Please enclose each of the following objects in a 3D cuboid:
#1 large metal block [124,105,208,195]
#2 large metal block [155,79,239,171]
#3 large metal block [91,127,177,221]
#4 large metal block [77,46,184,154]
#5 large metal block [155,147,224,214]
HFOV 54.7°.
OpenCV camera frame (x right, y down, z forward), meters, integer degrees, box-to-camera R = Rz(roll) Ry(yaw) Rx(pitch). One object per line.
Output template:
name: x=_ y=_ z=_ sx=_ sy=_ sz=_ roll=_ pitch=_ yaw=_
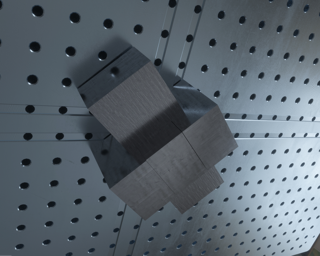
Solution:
large metal block: x=0.006 y=0.026 z=0.397 sx=0.050 sy=0.080 sz=0.080 roll=-38 pitch=130 yaw=-3
large metal block: x=0.046 y=-0.005 z=0.400 sx=0.050 sy=0.080 sz=0.080 roll=-38 pitch=130 yaw=-3
large metal block: x=-0.034 y=0.057 z=0.394 sx=0.050 sy=0.080 sz=0.080 roll=-38 pitch=130 yaw=-3
large metal block: x=-0.032 y=-0.031 z=0.356 sx=0.080 sy=0.050 sz=0.080 roll=-38 pitch=130 yaw=-2
large metal block: x=0.037 y=0.068 z=0.460 sx=0.080 sy=0.050 sz=0.080 roll=-37 pitch=130 yaw=-3
